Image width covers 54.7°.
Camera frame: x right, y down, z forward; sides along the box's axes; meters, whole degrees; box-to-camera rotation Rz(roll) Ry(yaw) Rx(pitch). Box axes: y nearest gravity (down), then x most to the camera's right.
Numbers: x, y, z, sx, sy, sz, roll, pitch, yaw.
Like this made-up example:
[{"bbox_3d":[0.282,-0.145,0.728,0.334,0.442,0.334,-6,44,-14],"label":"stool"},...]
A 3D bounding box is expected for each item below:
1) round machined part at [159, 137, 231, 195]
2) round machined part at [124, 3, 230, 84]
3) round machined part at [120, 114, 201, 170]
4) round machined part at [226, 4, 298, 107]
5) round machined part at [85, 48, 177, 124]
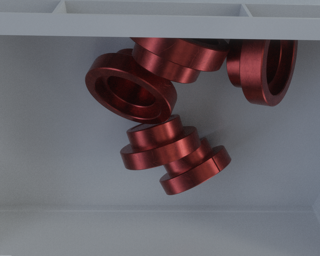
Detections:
[{"bbox_3d":[0.041,0.046,0.414,0.098,0.098,0.042,-29,89,22],"label":"round machined part"},{"bbox_3d":[0.012,-0.077,0.293,0.099,0.098,0.042,17,120,-14],"label":"round machined part"},{"bbox_3d":[-0.003,0.013,0.382,0.098,0.098,0.042,-16,99,12],"label":"round machined part"},{"bbox_3d":[0.102,-0.073,0.314,0.042,0.098,0.098,13,141,37],"label":"round machined part"},{"bbox_3d":[-0.027,-0.048,0.339,0.098,0.042,0.098,18,155,9],"label":"round machined part"}]
